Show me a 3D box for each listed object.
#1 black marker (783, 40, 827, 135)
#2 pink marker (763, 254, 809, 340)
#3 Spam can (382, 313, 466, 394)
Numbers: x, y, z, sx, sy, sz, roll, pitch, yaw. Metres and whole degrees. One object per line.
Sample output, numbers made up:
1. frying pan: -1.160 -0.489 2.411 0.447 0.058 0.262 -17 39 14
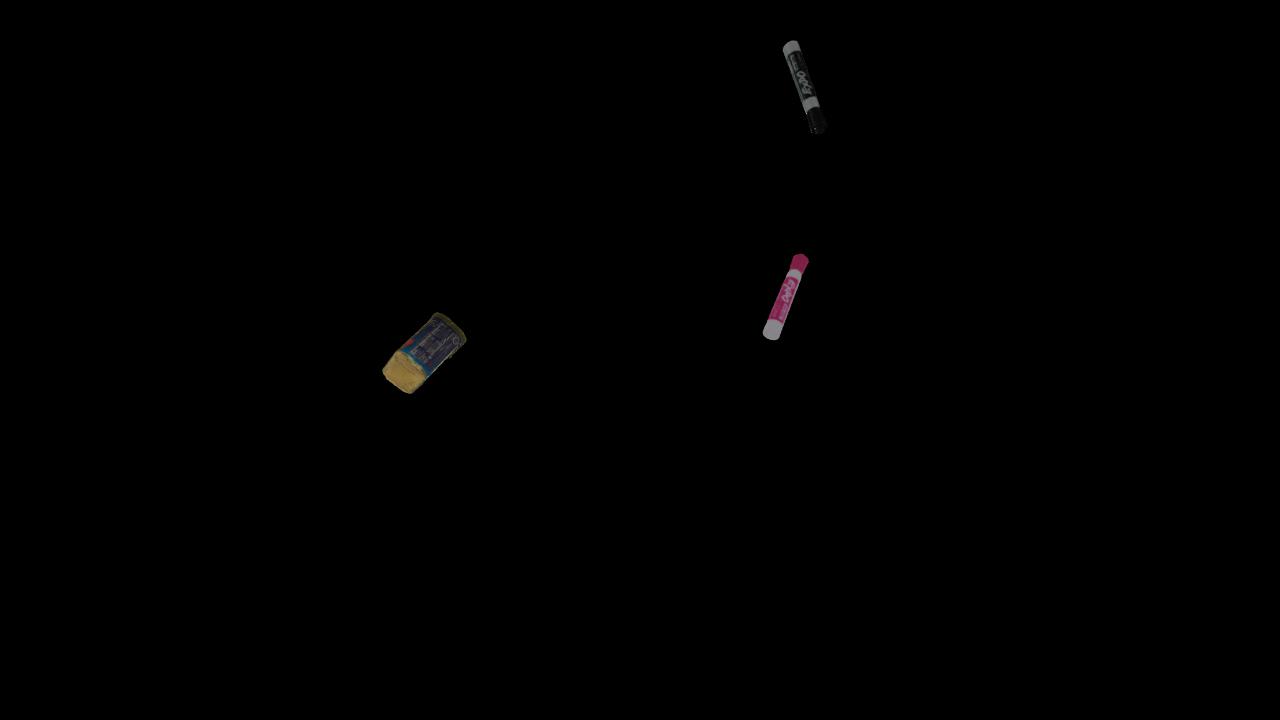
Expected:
1. black marker: 0.189 -0.311 0.703 0.020 0.121 0.020 -12 -16 -3
2. pink marker: 0.166 -0.074 0.692 0.020 0.121 0.020 21 -29 12
3. Spam can: -0.300 -0.007 0.852 0.101 0.058 0.085 -31 19 50
